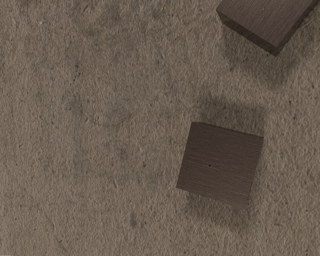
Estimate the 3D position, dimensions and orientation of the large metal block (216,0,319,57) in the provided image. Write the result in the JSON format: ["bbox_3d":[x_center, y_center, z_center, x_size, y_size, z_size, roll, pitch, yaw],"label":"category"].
[{"bbox_3d":[0.124,-0.141,0.352,0.080,0.050,0.080,39,102,15],"label":"large metal block"}]

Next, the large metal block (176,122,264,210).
[{"bbox_3d":[0.073,0.041,0.370,0.080,0.050,0.079,15,95,19],"label":"large metal block"}]
